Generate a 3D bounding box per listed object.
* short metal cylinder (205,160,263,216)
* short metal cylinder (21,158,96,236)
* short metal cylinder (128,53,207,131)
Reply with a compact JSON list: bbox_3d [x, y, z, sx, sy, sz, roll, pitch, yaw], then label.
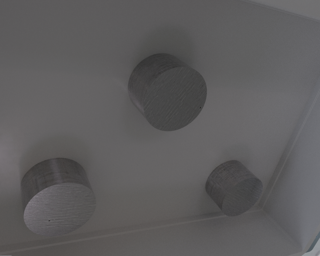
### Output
[{"bbox_3d":[0.124,0.101,0.523,0.081,0.050,0.079,-14,124,-21],"label":"short metal cylinder"},{"bbox_3d":[-0.124,0.083,0.376,0.081,0.050,0.079,-14,124,-21],"label":"short metal cylinder"},{"bbox_3d":[0.008,-0.043,0.370,0.081,0.050,0.079,-14,124,-21],"label":"short metal cylinder"}]
